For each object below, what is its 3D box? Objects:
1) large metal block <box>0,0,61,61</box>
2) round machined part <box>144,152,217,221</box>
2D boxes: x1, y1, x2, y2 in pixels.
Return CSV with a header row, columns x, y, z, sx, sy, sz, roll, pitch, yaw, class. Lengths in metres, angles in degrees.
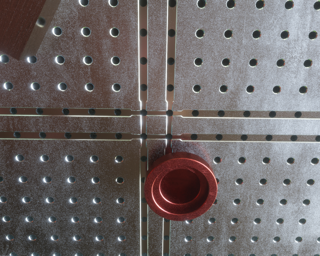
x,y,z,sx,sy,sz,roll,pitch,yaw,class
-0.171,-0.135,0.349,0.080,0.050,0.080,29,107,-11,large metal block
0.028,0.077,0.433,0.099,0.042,0.097,0,110,0,round machined part
